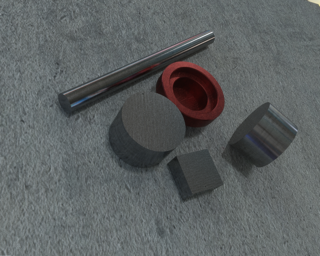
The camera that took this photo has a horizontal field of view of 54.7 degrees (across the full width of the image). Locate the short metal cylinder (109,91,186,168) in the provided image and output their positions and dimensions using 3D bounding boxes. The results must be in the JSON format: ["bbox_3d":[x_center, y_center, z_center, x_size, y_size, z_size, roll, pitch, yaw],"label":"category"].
[{"bbox_3d":[-0.016,0.002,0.377,0.081,0.050,0.080,14,56,-21],"label":"short metal cylinder"}]

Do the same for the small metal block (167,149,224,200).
[{"bbox_3d":[0.045,0.058,0.392,0.050,0.025,0.050,-9,67,-32],"label":"small metal block"}]

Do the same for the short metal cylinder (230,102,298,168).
[{"bbox_3d":[0.146,0.010,0.441,0.050,0.080,0.080,41,51,-1],"label":"short metal cylinder"}]

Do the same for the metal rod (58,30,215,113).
[{"bbox_3d":[-0.012,-0.095,0.454,0.302,0.025,0.025,-34,81,-38],"label":"metal rod"}]

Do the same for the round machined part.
[{"bbox_3d":[0.039,-0.043,0.440,0.099,0.042,0.098,14,56,-21],"label":"round machined part"}]
